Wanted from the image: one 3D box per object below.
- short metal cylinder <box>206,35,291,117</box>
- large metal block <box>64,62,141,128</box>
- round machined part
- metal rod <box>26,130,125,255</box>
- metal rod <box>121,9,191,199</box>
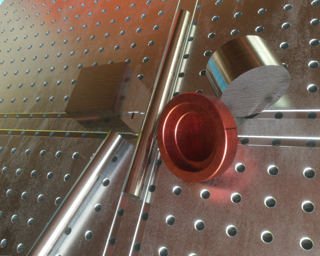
[{"bbox_3d":[0.099,-0.058,0.356,0.080,0.080,0.050,-25,53,12],"label":"short metal cylinder"},{"bbox_3d":[-0.083,-0.048,0.463,0.080,0.050,0.080,-1,61,27],"label":"large metal block"},{"bbox_3d":[0.045,0.009,0.347,0.098,0.042,0.097,5,97,46],"label":"round machined part"},{"bbox_3d":[-0.136,0.133,0.395,0.025,0.025,0.300,22,73,36],"label":"metal rod"},{"bbox_3d":[0.001,-0.050,0.436,0.025,0.025,0.300,1,62,28],"label":"metal rod"}]
